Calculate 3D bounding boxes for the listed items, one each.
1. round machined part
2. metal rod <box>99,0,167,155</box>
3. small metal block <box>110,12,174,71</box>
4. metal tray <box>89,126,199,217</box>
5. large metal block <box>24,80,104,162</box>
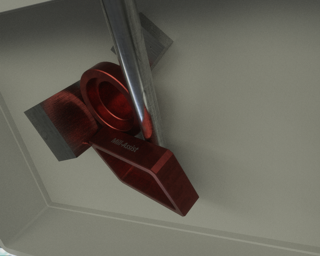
[{"bbox_3d":[-0.049,-0.039,0.387,0.098,0.042,0.097,26,140,24],"label":"round machined part"},{"bbox_3d":[-0.012,-0.011,0.331,0.025,0.025,0.299,15,149,19],"label":"metal rod"},{"bbox_3d":[-0.021,-0.096,0.359,0.050,0.025,0.050,42,129,-1],"label":"small metal block"},{"bbox_3d":[-0.023,0.050,0.383,0.130,0.030,0.090,17,147,45],"label":"metal tray"},{"bbox_3d":[-0.118,-0.012,0.420,0.050,0.080,0.080,-14,112,46],"label":"large metal block"}]
